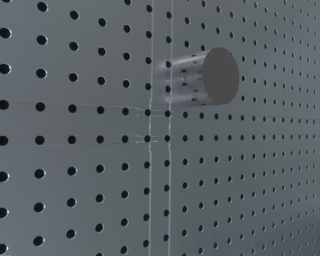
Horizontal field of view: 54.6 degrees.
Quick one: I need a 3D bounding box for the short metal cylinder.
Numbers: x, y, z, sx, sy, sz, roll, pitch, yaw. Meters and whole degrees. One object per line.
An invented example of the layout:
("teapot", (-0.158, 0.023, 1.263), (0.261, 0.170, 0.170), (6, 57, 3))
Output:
("short metal cylinder", (0.070, -0.072, 0.450), (0.081, 0.050, 0.080), (0, 90, -40))
